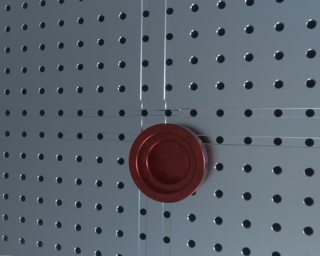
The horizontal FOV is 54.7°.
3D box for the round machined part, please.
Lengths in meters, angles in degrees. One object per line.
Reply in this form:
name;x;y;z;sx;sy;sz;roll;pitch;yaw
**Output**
round machined part;0.013;0.043;0.398;0.098;0.042;0.097;0;90;19
